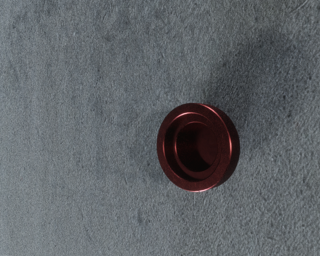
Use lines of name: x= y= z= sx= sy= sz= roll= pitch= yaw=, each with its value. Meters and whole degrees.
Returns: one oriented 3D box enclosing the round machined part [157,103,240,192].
round machined part: x=0.047 y=0.021 z=0.355 sx=0.098 sy=0.042 sz=0.097 roll=0 pitch=90 yaw=40
